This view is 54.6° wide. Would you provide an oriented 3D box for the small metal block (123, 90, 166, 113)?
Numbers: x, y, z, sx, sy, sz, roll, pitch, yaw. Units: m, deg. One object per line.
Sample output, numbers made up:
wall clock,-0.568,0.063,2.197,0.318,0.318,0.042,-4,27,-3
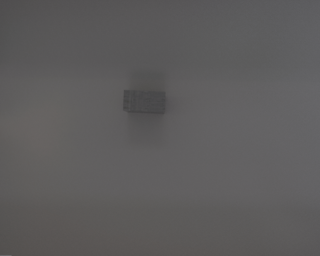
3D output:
small metal block,-0.019,-0.033,0.399,0.050,0.050,0.025,3,90,0
